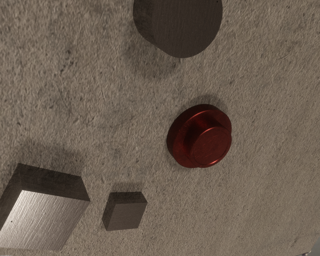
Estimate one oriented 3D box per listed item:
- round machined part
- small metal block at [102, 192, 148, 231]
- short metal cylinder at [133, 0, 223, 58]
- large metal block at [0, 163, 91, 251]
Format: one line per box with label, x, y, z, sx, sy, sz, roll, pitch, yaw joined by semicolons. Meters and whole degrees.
round machined part;0.063;0.018;0.443;0.099;0.042;0.097;-14;125;-21
small metal block;-0.052;0.122;0.455;0.050;0.025;0.050;6;116;-32
short metal cylinder;0.018;-0.120;0.327;0.081;0.050;0.079;-14;125;-21
large metal block;-0.144;0.097;0.373;0.080;0.050;0.080;22;107;-37
